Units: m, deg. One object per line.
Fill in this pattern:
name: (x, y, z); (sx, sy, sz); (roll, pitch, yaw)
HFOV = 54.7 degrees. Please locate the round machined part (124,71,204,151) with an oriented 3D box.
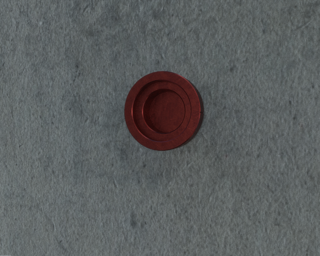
round machined part: (0.008, -0.021, 0.396); (0.098, 0.042, 0.097); (0, 90, 19)
